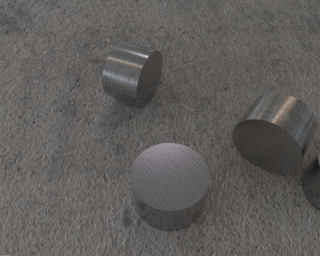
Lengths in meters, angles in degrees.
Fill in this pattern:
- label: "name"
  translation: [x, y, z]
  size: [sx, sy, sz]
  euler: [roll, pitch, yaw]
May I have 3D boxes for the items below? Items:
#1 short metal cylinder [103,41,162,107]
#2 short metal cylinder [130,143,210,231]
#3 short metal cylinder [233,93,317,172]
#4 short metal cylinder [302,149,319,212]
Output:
- label: "short metal cylinder"
  translation: [-0.036, -0.075, 0.430]
  size: [0.050, 0.080, 0.080]
  euler: [20, 53, 16]
- label: "short metal cylinder"
  translation: [0.010, 0.063, 0.334]
  size: [0.080, 0.050, 0.080]
  euler: [0, 50, 0]
- label: "short metal cylinder"
  translation: [0.134, 0.006, 0.363]
  size: [0.080, 0.080, 0.050]
  euler: [28, 56, 21]
- label: "short metal cylinder"
  translation: [0.206, 0.057, 0.341]
  size: [0.080, 0.050, 0.080]
  euler: [0, 50, 0]
